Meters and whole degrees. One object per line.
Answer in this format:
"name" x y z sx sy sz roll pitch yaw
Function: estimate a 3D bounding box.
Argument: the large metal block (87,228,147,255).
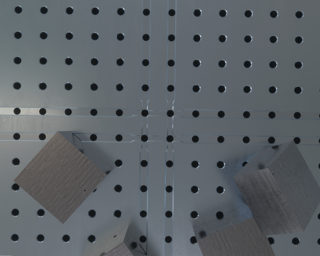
"large metal block" -0.055 0.193 0.401 0.080 0.050 0.080 -35 90 0

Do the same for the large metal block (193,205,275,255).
"large metal block" 0.098 0.158 0.402 0.080 0.050 0.080 -23 90 0

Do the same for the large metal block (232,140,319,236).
"large metal block" 0.147 0.072 0.381 0.081 0.050 0.080 -29 90 -43

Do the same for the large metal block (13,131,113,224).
"large metal block" -0.121 0.060 0.400 0.080 0.050 0.080 41 90 0
